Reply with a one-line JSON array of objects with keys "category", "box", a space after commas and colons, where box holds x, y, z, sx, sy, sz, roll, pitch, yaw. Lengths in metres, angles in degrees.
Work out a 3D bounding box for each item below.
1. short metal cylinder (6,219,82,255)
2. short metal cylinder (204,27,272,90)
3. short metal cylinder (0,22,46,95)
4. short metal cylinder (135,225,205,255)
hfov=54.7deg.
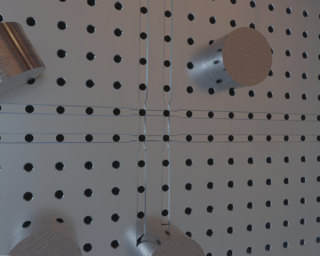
[{"category": "short metal cylinder", "box": [-0.132, 0.150, 0.351, 0.081, 0.050, 0.079, 0, 90, -20]}, {"category": "short metal cylinder", "box": [0.110, -0.097, 0.441, 0.081, 0.050, 0.079, 0, 90, -20]}, {"category": "short metal cylinder", "box": [-0.169, -0.067, 0.321, 0.080, 0.080, 0.050, -32, 101, -17]}, {"category": "short metal cylinder", "box": [0.013, 0.174, 0.405, 0.081, 0.050, 0.079, 0, 90, -21]}]
